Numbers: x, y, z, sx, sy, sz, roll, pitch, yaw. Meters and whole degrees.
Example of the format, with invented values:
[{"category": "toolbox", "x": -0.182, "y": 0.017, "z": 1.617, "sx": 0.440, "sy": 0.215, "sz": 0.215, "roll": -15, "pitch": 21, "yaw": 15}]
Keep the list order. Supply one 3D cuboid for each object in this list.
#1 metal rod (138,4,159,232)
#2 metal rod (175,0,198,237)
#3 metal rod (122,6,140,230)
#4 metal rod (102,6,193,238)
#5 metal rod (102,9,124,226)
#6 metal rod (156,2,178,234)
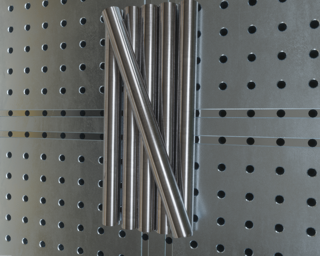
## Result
[{"category": "metal rod", "x": -0.016, "y": -0.013, "z": 0.417, "sx": 0.025, "sy": 0.025, "sz": 0.298, "roll": 1, "pitch": 90, "yaw": 20}, {"category": "metal rod", "x": 0.034, "y": -0.012, "z": 0.402, "sx": 0.025, "sy": 0.025, "sz": 0.298, "roll": 1, "pitch": 90, "yaw": 20}, {"category": "metal rod", "x": -0.038, "y": -0.013, "z": 0.426, "sx": 0.025, "sy": 0.025, "sz": 0.298, "roll": 1, "pitch": 90, "yaw": 20}, {"category": "metal rod", "x": -0.018, "y": -0.012, "z": 0.393, "sx": 0.025, "sy": 0.025, "sz": 0.299, "roll": -20, "pitch": 83, "yaw": 19}, {"category": "metal rod", "x": -0.066, "y": -0.015, "z": 0.435, "sx": 0.025, "sy": 0.025, "sz": 0.298, "roll": 1, "pitch": 90, "yaw": 20}, {"category": "metal rod", "x": 0.009, "y": -0.012, "z": 0.410, "sx": 0.025, "sy": 0.025, "sz": 0.298, "roll": 1, "pitch": 90, "yaw": 20}]
